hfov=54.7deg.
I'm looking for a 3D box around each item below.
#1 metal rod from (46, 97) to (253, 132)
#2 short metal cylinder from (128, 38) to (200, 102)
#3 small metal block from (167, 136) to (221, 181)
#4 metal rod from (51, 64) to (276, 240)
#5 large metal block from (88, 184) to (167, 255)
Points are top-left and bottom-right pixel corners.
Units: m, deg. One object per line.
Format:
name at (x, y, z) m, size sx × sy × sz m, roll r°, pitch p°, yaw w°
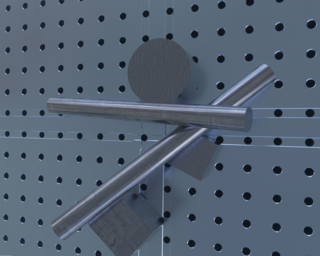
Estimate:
metal rod at (-0.038, -0.021, 0.385) m, size 0.300 × 0.025 × 0.025 m, roll 6°, pitch 92°, yaw 34°
short metal cylinder at (0.006, -0.069, 0.396) m, size 0.080 × 0.050 × 0.079 m, roll 0°, pitch 90°, yaw 19°
small metal block at (0.043, 0.032, 0.397) m, size 0.050 × 0.025 × 0.050 m, roll 27°, pitch 99°, yaw 17°
metal rod at (0.008, 0.023, 0.355) m, size 0.301 × 0.025 × 0.025 m, roll -37°, pitch 78°, yaw -5°
large metal block at (-0.044, 0.113, 0.394) m, size 0.080 × 0.080 × 0.050 m, roll 43°, pitch 92°, yaw 14°
